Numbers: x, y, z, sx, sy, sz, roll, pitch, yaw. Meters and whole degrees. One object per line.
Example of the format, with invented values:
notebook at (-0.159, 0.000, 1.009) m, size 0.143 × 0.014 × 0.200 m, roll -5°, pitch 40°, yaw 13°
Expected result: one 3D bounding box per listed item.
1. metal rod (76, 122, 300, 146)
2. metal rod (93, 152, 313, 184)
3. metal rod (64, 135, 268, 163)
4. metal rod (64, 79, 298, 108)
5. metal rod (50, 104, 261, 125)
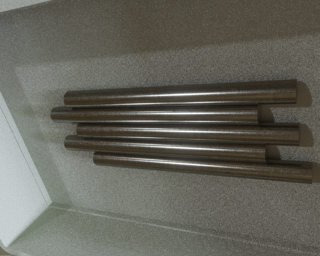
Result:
metal rod at (0.016, 0.004, 0.400) m, size 0.301 × 0.025 × 0.025 m, roll 1°, pitch 119°, yaw 27°
metal rod at (0.037, 0.048, 0.416) m, size 0.301 × 0.025 × 0.025 m, roll 1°, pitch 119°, yaw 27°
metal rod at (-0.010, 0.026, 0.427) m, size 0.301 × 0.025 × 0.025 m, roll 1°, pitch 119°, yaw 27°
metal rod at (0.004, -0.039, 0.380) m, size 0.301 × 0.025 × 0.025 m, roll 1°, pitch 119°, yaw 27°
metal rod at (-0.025, -0.018, 0.407) m, size 0.301 × 0.025 × 0.025 m, roll 1°, pitch 119°, yaw 27°
